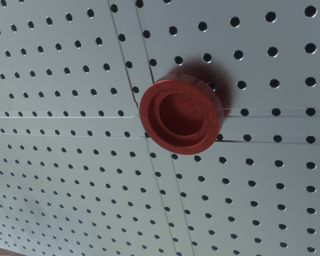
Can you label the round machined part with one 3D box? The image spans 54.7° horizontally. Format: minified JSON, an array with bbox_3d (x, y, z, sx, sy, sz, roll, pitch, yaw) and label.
[{"bbox_3d":[0.028,-0.020,0.372,0.098,0.042,0.097,13,124,20],"label":"round machined part"}]
